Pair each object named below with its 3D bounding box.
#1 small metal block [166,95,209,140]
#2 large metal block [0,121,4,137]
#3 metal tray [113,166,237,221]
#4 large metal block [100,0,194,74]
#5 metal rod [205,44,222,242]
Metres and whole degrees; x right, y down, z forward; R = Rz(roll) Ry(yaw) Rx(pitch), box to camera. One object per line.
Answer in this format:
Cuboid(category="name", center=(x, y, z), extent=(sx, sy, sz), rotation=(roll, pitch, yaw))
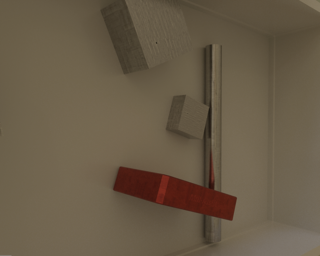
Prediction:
Cuboid(category="small metal block", center=(0.040, -0.014, 0.443), extent=(0.050, 0.025, 0.050), rotation=(22, 76, -38))
Cuboid(category="large metal block", center=(-0.165, -0.028, 0.233), extent=(0.050, 0.080, 0.079), rotation=(-17, 101, -39))
Cuboid(category="metal tray", center=(0.021, 0.082, 0.383), extent=(0.131, 0.090, 0.030), rotation=(24, 75, -38))
Cuboid(category="large metal block", center=(-0.013, -0.120, 0.381), extent=(0.081, 0.050, 0.080), rotation=(-31, 110, -36))
Cuboid(category="metal rod", center=(0.082, 0.023, 0.478), extent=(0.025, 0.025, 0.298), rotation=(0, 90, -40))
